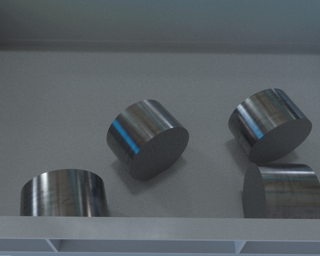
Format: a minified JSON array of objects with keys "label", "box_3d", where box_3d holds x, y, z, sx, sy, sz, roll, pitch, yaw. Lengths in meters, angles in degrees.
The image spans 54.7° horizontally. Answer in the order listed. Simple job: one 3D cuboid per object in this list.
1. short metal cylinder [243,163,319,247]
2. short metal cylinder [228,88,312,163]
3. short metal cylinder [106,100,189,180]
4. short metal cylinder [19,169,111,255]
[{"label":"short metal cylinder","box_3d":[0.118,0.075,0.308,0.050,0.080,0.080,1,50,0]},{"label":"short metal cylinder","box_3d":[0.130,-0.001,0.372,0.081,0.080,0.050,-15,52,-13]},{"label":"short metal cylinder","box_3d":[-0.014,0.014,0.357,0.081,0.080,0.050,-28,56,-22]},{"label":"short metal cylinder","box_3d":[-0.091,0.083,0.298,0.081,0.080,0.050,-11,51,-9]}]
